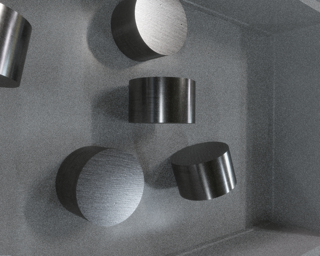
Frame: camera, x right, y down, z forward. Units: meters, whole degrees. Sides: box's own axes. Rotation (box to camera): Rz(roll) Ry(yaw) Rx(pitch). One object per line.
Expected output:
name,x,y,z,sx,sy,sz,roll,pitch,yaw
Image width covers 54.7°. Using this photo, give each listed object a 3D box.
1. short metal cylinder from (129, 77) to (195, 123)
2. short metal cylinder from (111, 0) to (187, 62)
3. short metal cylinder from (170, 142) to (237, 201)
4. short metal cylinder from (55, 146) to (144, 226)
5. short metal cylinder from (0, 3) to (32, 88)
short metal cylinder,0.003,-0.031,0.375,0.081,0.080,0.050,1,90,-40
short metal cylinder,-0.013,-0.126,0.381,0.081,0.050,0.079,0,90,-40
short metal cylinder,0.059,0.057,0.423,0.081,0.080,0.050,-26,107,-37
short metal cylinder,-0.065,0.061,0.338,0.081,0.050,0.079,0,90,-40
short metal cylinder,-0.150,-0.067,0.246,0.081,0.080,0.050,15,81,-40
